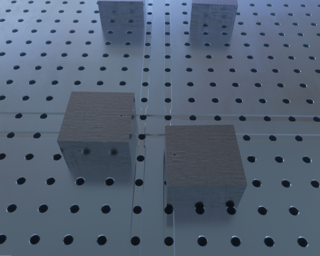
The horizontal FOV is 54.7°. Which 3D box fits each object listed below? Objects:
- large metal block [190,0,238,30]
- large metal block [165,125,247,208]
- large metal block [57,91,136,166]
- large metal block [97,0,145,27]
[{"bbox_3d":[0.099,-0.232,0.588,0.080,0.050,0.080,3,50,2],"label":"large metal block"},{"bbox_3d":[0.047,0.043,0.356,0.081,0.050,0.080,-1,50,-1],"label":"large metal block"},{"bbox_3d":[-0.074,0.000,0.390,0.081,0.050,0.080,1,50,0],"label":"large metal block"},{"bbox_3d":[-0.070,-0.238,0.591,0.081,0.050,0.080,0,50,0],"label":"large metal block"}]
